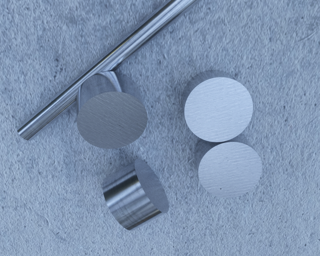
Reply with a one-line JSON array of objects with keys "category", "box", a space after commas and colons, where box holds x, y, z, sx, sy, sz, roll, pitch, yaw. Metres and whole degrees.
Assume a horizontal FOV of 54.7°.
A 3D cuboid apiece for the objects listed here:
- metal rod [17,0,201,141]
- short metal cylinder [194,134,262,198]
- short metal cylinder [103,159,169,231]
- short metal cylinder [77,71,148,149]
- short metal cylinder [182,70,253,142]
[{"category": "metal rod", "box": [-0.061, -0.081, 0.379, 0.300, 0.025, 0.025, -37, 106, 12]}, {"category": "short metal cylinder", "box": [0.089, 0.046, 0.414, 0.081, 0.050, 0.079, 0, 110, 0]}, {"category": "short metal cylinder", "box": [-0.031, 0.088, 0.413, 0.050, 0.080, 0.080, -32, 107, 11]}, {"category": "short metal cylinder", "box": [-0.059, -0.021, 0.375, 0.081, 0.050, 0.079, -8, 127, -10]}, {"category": "short metal cylinder", "box": [0.069, -0.029, 0.387, 0.081, 0.050, 0.079, 0, 110, 0]}]
